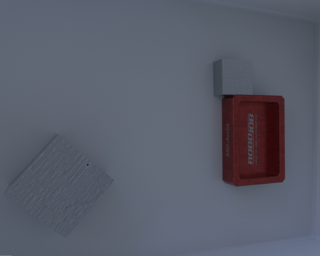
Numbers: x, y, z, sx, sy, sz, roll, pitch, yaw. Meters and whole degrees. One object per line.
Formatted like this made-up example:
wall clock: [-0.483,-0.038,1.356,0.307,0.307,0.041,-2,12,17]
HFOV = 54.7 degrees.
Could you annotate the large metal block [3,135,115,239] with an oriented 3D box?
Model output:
large metal block: [-0.114,0.063,0.356,0.080,0.050,0.080,43,76,-15]

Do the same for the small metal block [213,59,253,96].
small metal block: [0.106,-0.072,0.451,0.050,0.025,0.050,-1,91,-20]

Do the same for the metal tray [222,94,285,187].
metal tray: [0.140,0.017,0.461,0.091,0.030,0.129,-1,90,-21]
